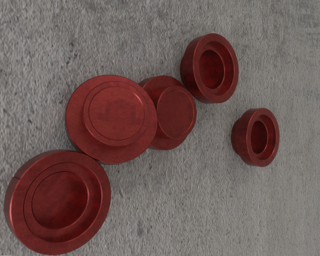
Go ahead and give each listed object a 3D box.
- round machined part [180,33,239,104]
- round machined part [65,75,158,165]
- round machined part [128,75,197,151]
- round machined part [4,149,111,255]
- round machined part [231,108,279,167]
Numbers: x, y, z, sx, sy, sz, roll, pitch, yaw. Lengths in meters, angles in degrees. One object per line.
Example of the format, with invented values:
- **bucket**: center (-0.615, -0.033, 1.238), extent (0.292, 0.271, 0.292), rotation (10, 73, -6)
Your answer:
- **round machined part**: center (0.068, -0.084, 0.450), extent (0.099, 0.042, 0.097), rotation (0, 90, -40)
- **round machined part**: center (-0.049, -0.011, 0.329), extent (0.099, 0.042, 0.098), rotation (4, 77, -18)
- **round machined part**: center (0.009, -0.019, 0.401), extent (0.099, 0.042, 0.097), rotation (0, 90, -40)
- **round machined part**: center (-0.102, 0.070, 0.308), extent (0.099, 0.042, 0.097), rotation (0, 91, -40)
- **round machined part**: center (0.158, 0.016, 0.526), extent (0.099, 0.042, 0.097), rotation (0, 90, -40)
